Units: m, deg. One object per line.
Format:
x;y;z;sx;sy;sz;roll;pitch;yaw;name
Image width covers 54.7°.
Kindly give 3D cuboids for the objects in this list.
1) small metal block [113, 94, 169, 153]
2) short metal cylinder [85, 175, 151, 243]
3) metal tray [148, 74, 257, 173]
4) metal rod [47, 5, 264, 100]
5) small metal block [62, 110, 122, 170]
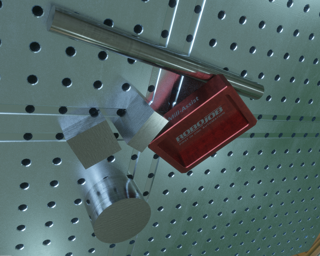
-0.024;-0.007;0.379;0.050;0.050;0.025;-50;129;7;small metal block
-0.060;0.113;0.434;0.081;0.050;0.079;-14;125;-21;short metal cylinder
0.055;-0.001;0.420;0.130;0.030;0.090;-37;131;13;metal tray
0.021;-0.079;0.375;0.302;0.025;0.025;11;113;-34;metal rod
-0.082;0.015;0.377;0.050;0.025;0.050;-29;129;-10;small metal block
